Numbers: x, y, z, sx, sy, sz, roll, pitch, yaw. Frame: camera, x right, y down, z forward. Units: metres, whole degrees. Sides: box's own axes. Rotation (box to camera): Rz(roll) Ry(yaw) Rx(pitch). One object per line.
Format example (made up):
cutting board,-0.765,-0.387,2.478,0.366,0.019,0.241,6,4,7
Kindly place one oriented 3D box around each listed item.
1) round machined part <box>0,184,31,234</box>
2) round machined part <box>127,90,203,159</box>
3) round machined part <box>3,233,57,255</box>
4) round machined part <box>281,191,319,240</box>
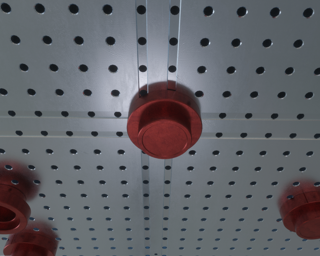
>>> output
round machined part,-0.262,0.130,0.508,0.099,0.042,0.097,0,130,0
round machined part,0.006,0.003,0.403,0.099,0.042,0.097,0,130,0
round machined part,-0.259,0.252,0.613,0.099,0.042,0.097,0,130,0
round machined part,0.264,0.156,0.535,0.099,0.042,0.097,0,130,0
